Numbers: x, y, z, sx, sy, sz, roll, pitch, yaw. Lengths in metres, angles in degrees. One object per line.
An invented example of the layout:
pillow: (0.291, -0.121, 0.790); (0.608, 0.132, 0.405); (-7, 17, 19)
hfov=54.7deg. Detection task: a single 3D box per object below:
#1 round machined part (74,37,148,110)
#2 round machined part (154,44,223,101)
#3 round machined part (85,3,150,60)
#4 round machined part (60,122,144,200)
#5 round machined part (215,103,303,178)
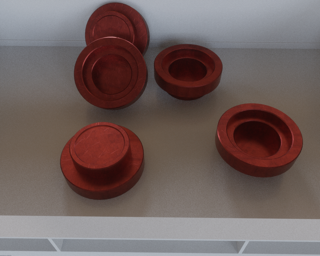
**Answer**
round machined part: (-0.066, -0.073, 0.435); (0.099, 0.042, 0.097); (0, 87, 4)
round machined part: (0.041, -0.079, 0.460); (0.099, 0.042, 0.098); (0, 50, 0)
round machined part: (-0.068, -0.140, 0.472); (0.098, 0.097, 0.042); (8, 14, 7)
round machined part: (-0.068, 0.031, 0.367); (0.099, 0.042, 0.098); (0, 50, 0)
round machined part: (0.117, 0.019, 0.379); (0.099, 0.042, 0.098); (0, 50, 0)
